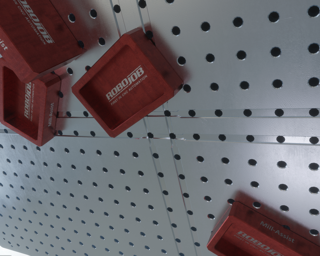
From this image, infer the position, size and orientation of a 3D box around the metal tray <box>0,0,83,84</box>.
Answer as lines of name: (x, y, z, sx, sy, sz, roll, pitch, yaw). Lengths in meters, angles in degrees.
metal tray: (-0.166, -0.129, 0.377, 0.030, 0.090, 0.130, -24, 106, 37)

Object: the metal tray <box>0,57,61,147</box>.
metal tray: (-0.210, -0.042, 0.493, 0.090, 0.030, 0.129, 29, 128, 9)

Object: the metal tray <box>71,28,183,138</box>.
metal tray: (-0.046, -0.052, 0.400, 0.130, 0.030, 0.090, -32, 101, 38)

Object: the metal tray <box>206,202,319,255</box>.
metal tray: (0.143, 0.170, 0.438, 0.130, 0.030, 0.089, 28, 128, 10)
